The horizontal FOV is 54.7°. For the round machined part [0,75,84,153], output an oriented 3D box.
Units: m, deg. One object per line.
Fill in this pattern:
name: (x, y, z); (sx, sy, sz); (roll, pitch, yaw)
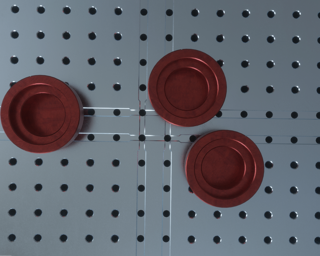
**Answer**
round machined part: (-0.148, -0.017, 0.403); (0.099, 0.042, 0.097); (0, 90, -1)

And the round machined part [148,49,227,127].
round machined part: (0.034, -0.050, 0.405); (0.099, 0.042, 0.097); (0, 90, -1)

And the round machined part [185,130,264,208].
round machined part: (0.081, 0.051, 0.406); (0.099, 0.042, 0.097); (0, 90, -1)
